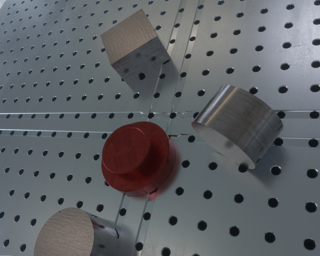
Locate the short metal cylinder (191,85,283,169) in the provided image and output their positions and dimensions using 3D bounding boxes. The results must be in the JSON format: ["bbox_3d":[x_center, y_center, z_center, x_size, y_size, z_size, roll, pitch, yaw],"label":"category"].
[{"bbox_3d":[0.081,-0.001,0.331,0.080,0.080,0.050,32,80,38],"label":"short metal cylinder"}]

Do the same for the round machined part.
[{"bbox_3d":[-0.034,0.033,0.395,0.098,0.042,0.098,-13,56,21],"label":"round machined part"}]

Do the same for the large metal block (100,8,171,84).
[{"bbox_3d":[-0.040,-0.130,0.493,0.080,0.050,0.080,-30,52,9],"label":"large metal block"}]

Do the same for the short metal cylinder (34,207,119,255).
[{"bbox_3d":[-0.096,0.138,0.358,0.080,0.050,0.080,-13,56,21],"label":"short metal cylinder"}]
